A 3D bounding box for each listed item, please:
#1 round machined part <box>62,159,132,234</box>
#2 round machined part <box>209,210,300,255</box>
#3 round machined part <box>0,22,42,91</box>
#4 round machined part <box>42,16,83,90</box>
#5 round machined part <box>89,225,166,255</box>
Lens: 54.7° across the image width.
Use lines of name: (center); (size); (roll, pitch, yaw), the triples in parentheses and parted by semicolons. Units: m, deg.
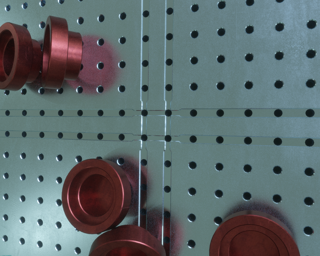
round machined part: (-0.082, 0.092, 0.426); (0.098, 0.042, 0.097); (-4, 80, 23)
round machined part: (0.111, 0.145, 0.364); (0.098, 0.042, 0.097); (0, 90, 19)
round machined part: (-0.213, -0.104, 0.465); (0.098, 0.042, 0.097); (-2, 87, 41)
round machined part: (-0.137, -0.102, 0.432); (0.098, 0.042, 0.097); (-11, 78, 62)
round machined part: (-0.041, 0.166, 0.402); (0.099, 0.042, 0.097); (0, 116, 1)
